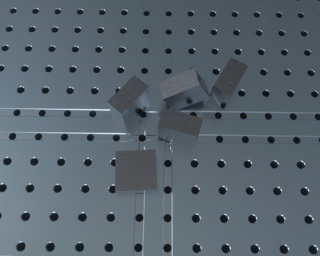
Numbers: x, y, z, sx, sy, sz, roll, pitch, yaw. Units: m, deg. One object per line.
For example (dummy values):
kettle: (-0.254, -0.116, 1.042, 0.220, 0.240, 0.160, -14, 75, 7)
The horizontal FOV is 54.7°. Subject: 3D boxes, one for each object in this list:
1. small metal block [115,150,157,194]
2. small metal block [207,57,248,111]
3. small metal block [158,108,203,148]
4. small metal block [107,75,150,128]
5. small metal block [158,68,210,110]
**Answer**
small metal block: (-0.030, 0.056, 0.391, 0.050, 0.025, 0.050, -2, 70, -1)
small metal block: (0.091, -0.059, 0.421, 0.025, 0.050, 0.050, 30, 73, 9)
small metal block: (0.025, 0.001, 0.398, 0.050, 0.050, 0.025, 15, 71, 5)
small metal block: (-0.040, -0.034, 0.410, 0.025, 0.050, 0.050, 39, 74, 12)
small metal block: (0.033, -0.050, 0.409, 0.050, 0.050, 0.025, -20, 70, 18)
